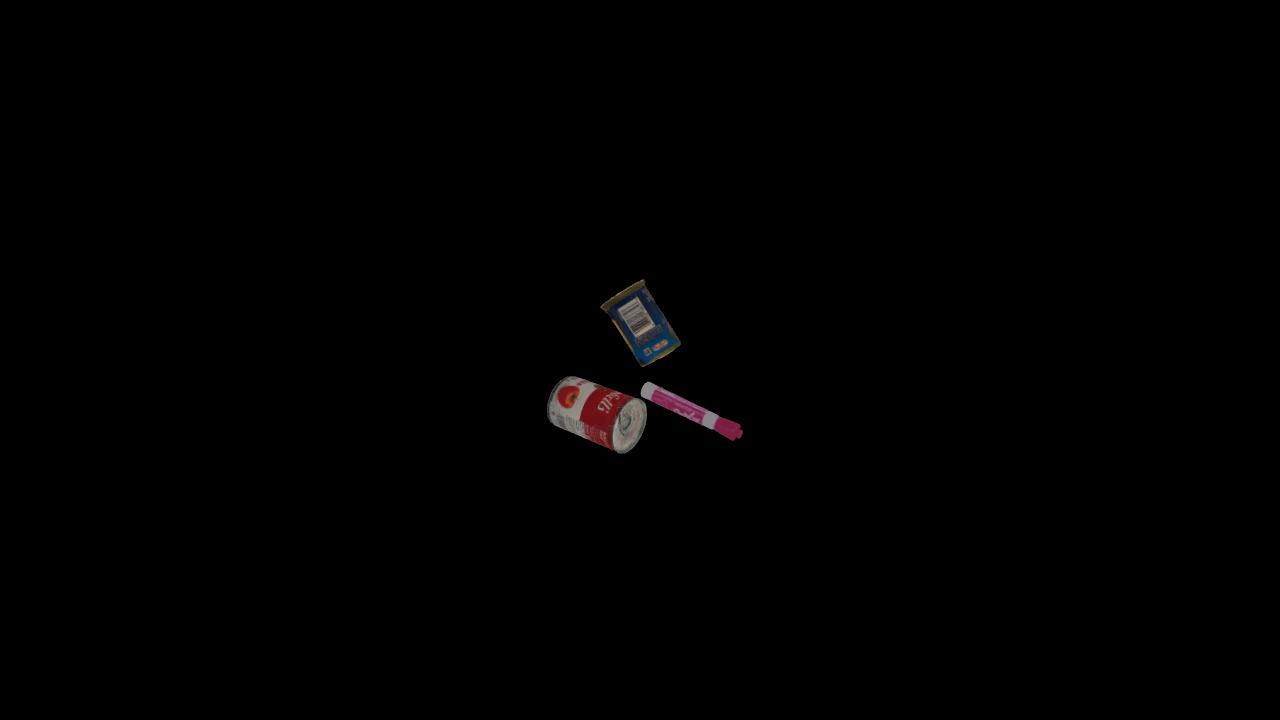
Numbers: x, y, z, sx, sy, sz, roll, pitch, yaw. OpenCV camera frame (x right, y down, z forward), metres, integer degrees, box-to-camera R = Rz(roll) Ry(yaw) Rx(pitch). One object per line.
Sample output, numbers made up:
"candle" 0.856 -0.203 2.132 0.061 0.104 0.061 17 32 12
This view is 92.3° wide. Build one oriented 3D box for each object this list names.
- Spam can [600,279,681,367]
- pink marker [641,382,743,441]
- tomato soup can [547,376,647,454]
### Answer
"Spam can" 0.002 -0.042 0.715 0.058 0.085 0.101 -32 4 3
"pink marker" 0.055 0.055 0.658 0.121 0.020 0.020 24 11 26
"tomato soup can" -0.052 0.063 0.730 0.101 0.068 0.068 17 9 32
